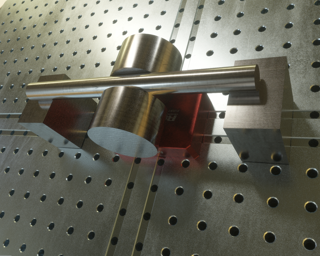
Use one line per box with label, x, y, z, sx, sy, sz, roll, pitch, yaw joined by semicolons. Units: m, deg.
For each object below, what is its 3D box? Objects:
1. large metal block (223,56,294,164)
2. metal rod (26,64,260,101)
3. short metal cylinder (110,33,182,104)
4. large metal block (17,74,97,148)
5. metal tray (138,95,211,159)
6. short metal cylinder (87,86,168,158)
large metal block;0.107;-0.016;0.325;0.050;0.080;0.080;1;62;29
metal rod;-0.043;-0.048;0.357;0.300;0.025;0.025;1;62;28
short metal cylinder;-0.017;-0.071;0.387;0.080;0.080;0.050;1;62;28
large metal block;-0.149;-0.023;0.464;0.050;0.080;0.080;1;62;29
metal tray;-0.006;-0.010;0.414;0.130;0.030;0.090;2;62;29
short metal cylinder;-0.036;-0.004;0.356;0.080;0.080;0.050;1;62;28
